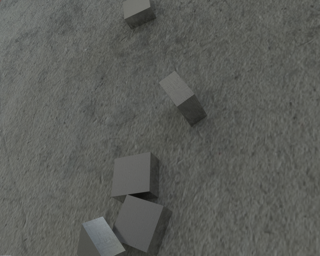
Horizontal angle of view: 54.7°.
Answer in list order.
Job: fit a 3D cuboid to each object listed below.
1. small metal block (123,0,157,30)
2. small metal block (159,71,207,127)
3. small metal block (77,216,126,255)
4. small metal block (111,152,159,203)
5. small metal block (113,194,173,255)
[{"bbox_3d":[-0.036,-0.210,0.550,0.050,0.025,0.050,-19,54,16],"label":"small metal block"},{"bbox_3d":[0.030,-0.037,0.394,0.025,0.050,0.050,-36,51,4],"label":"small metal block"},{"bbox_3d":[-0.066,0.135,0.337,0.050,0.025,0.050,42,128,38],"label":"small metal block"},{"bbox_3d":[-0.029,0.061,0.381,0.050,0.025,0.050,-13,56,21],"label":"small metal block"},{"bbox_3d":[-0.021,0.108,0.347,0.050,0.025,0.050,9,66,31],"label":"small metal block"}]
